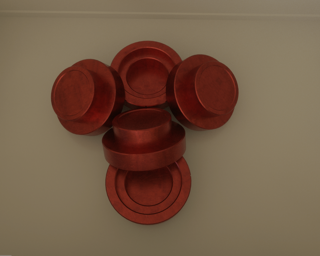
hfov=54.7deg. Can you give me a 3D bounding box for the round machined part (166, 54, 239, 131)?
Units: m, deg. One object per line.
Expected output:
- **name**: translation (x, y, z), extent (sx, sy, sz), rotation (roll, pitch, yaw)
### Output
- **round machined part**: translation (0.060, -0.047, 0.392), extent (0.099, 0.042, 0.097), rotation (5, 81, -30)

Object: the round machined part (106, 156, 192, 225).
- **round machined part**: translation (-0.013, 0.067, 0.374), extent (0.099, 0.042, 0.098), rotation (0, 70, 0)

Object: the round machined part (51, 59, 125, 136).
- **round machined part**: translation (-0.097, -0.040, 0.390), extent (0.098, 0.042, 0.097), rotation (-4, 82, 27)

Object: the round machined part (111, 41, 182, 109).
- **round machined part**: translation (-0.017, -0.066, 0.422), extent (0.099, 0.042, 0.098), rotation (0, 70, 0)

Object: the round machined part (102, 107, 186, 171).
- **round machined part**: translation (-0.019, 0.007, 0.366), extent (0.099, 0.098, 0.042), rotation (-6, 115, -2)
